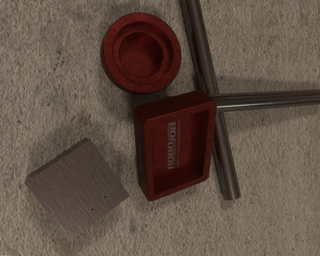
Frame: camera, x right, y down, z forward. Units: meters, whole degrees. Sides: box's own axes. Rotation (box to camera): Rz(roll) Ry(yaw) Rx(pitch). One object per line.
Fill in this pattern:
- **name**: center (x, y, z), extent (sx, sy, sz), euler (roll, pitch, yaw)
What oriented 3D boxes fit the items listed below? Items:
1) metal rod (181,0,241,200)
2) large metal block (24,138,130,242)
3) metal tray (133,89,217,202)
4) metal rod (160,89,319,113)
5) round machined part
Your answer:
- **metal rod**: center (0.071, -0.045, 0.436), extent (0.025, 0.025, 0.298), euler (-15, 95, -20)
- **large metal block**: center (-0.096, 0.067, 0.361), extent (0.080, 0.050, 0.080), euler (-36, 102, -17)
- **metal tray**: center (0.018, 0.024, 0.378), extent (0.091, 0.030, 0.129), euler (-17, 130, -20)
- **metal rod**: center (0.137, -0.039, 0.441), extent (0.303, 0.025, 0.025), euler (-6, 92, -28)
- **round machined part**: center (-0.026, -0.090, 0.391), extent (0.099, 0.042, 0.097), euler (0, 90, -21)
